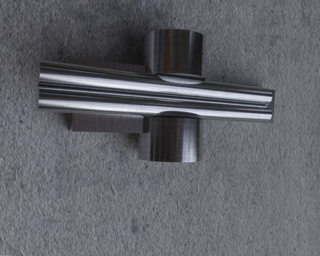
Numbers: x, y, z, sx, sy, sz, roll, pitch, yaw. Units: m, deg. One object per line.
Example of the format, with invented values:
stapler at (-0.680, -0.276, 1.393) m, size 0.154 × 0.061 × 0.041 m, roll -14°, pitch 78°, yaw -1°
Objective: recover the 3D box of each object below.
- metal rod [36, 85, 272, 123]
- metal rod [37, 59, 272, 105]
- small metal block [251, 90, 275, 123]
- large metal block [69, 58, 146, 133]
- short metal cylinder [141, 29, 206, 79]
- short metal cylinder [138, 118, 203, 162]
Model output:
metal rod at (0.016, -0.024, 0.369) m, size 0.303 × 0.025 × 0.025 m, roll 2°, pitch 90°, yaw -28°
metal rod at (0.016, -0.049, 0.369) m, size 0.303 × 0.025 × 0.025 m, roll 2°, pitch 90°, yaw -28°
small metal block at (0.142, -0.033, 0.463) m, size 0.050 × 0.025 × 0.050 m, roll 3°, pitch 89°, yaw -20°
large metal block at (-0.065, -0.035, 0.373) m, size 0.081 × 0.050 × 0.080 m, roll 2°, pitch 90°, yaw -20°
short metal cylinder at (0.017, -0.086, 0.387) m, size 0.081 × 0.080 × 0.050 m, roll 2°, pitch 90°, yaw -20°
short metal cylinder at (0.013, 0.014, 0.386) m, size 0.081 × 0.080 × 0.050 m, roll 2°, pitch 90°, yaw -20°
